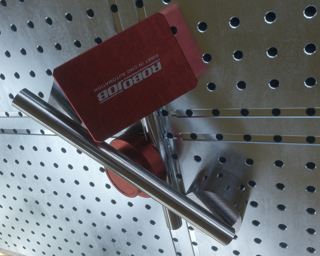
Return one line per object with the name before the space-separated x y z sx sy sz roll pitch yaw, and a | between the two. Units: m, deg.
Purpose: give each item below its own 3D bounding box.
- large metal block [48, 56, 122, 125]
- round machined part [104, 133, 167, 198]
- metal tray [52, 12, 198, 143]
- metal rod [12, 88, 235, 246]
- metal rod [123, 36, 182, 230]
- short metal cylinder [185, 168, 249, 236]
large metal block | -0.097 -0.039 0.402 0.050 0.080 0.079 36 129 4
round machined part | -0.041 0.059 0.436 0.098 0.042 0.097 27 134 32
metal tray | -0.036 -0.055 0.341 0.131 0.030 0.090 -31 105 -6
metal rod | -0.038 0.050 0.369 0.301 0.025 0.025 35 129 -6
metal rod | -0.005 0.022 0.426 0.025 0.025 0.298 2 120 27
short metal cylinder | 0.075 0.101 0.418 0.080 0.050 0.079 13 124 20
